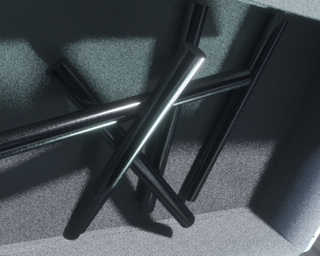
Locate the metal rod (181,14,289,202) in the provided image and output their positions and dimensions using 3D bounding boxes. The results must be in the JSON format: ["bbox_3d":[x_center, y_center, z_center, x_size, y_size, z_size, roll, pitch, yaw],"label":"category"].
[{"bbox_3d":[0.102,-0.016,0.456,0.025,0.025,0.298,10,113,-33],"label":"metal rod"}]

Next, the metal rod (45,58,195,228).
[{"bbox_3d":[-0.032,0.039,0.393,0.025,0.025,0.300,-38,123,-3],"label":"metal rod"}]

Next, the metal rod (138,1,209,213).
[{"bbox_3d":[0.011,-0.009,0.410,0.025,0.025,0.298,-1,119,-28],"label":"metal rod"}]

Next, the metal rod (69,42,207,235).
[{"bbox_3d":[-0.042,0.034,0.356,0.025,0.025,0.298,11,129,-34],"label":"metal rod"}]

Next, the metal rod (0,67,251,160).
[{"bbox_3d":[-0.023,-0.024,0.343,0.302,0.025,0.025,-18,126,-23],"label":"metal rod"}]
